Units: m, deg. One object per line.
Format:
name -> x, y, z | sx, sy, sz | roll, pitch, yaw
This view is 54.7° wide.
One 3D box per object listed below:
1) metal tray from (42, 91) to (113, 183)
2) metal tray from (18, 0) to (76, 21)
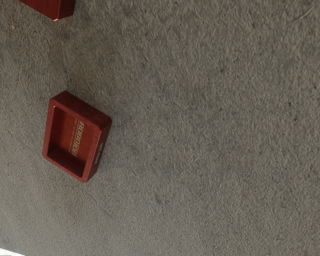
metal tray -> -0.133, 0.017, 0.484 | 0.090, 0.030, 0.129 | 31, 128, 8
metal tray -> -0.158, -0.198, 0.364 | 0.130, 0.030, 0.089 | 31, 128, 8
